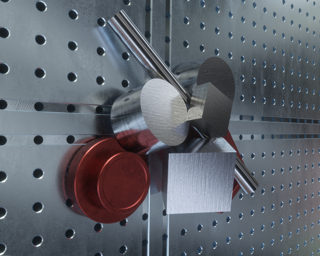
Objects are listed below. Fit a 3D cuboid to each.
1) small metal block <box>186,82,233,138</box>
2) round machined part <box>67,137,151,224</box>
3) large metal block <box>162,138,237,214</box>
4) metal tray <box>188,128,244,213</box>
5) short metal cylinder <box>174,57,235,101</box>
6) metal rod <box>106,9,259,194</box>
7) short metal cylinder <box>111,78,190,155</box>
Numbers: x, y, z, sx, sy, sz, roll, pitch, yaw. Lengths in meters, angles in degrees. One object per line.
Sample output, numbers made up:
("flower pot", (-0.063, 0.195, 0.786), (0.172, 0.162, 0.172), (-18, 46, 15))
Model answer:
("small metal block", (0.063, -0.021, 0.389), (0.050, 0.025, 0.050), (33, 62, -35))
("round machined part", (-0.050, 0.059, 0.351), (0.099, 0.042, 0.097), (0, 90, -40))
("large metal block", (0.046, 0.059, 0.393), (0.081, 0.050, 0.079), (-1, 107, -7))
("metal tray", (0.080, 0.052, 0.468), (0.090, 0.030, 0.130), (-44, 117, -31))
("short metal cylinder", (0.062, -0.057, 0.441), (0.081, 0.050, 0.079), (0, 90, -40))
("metal rod", (0.040, -0.022, 0.406), (0.300, 0.025, 0.025), (49, 60, -18))
("short metal cylinder", (-0.010, -0.012, 0.365), (0.080, 0.050, 0.080), (22, 58, -41))
